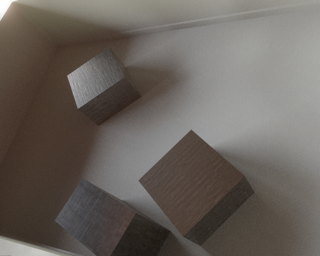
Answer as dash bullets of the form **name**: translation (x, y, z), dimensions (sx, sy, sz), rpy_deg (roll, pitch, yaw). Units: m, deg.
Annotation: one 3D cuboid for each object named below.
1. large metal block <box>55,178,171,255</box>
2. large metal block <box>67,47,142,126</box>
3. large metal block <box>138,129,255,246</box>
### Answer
- **large metal block**: translation (-0.048, 0.105, 0.331), dimensions (0.080, 0.080, 0.050), rpy_deg (21, 73, 36)
- **large metal block**: translation (-0.086, -0.064, 0.475), dimensions (0.080, 0.050, 0.080), rpy_deg (-33, 51, 6)
- **large metal block**: translation (0.038, 0.063, 0.331), dimensions (0.080, 0.050, 0.080), rpy_deg (-44, 51, -2)
